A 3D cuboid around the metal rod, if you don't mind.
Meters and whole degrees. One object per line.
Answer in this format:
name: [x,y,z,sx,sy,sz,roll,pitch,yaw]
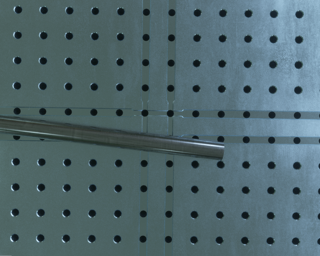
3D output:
metal rod: [-0.067,0.013,0.412,0.302,0.025,0.025,7,90,0]
